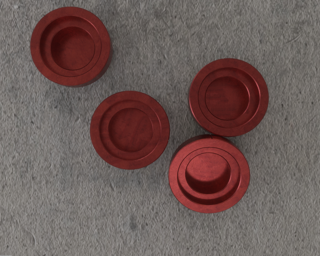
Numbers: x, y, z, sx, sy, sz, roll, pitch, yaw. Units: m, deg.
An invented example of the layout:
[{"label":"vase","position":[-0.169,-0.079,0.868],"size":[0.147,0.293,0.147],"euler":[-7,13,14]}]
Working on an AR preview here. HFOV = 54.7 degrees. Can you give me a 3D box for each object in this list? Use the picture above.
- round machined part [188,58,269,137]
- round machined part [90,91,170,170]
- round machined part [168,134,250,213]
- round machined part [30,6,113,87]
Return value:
[{"label":"round machined part","position":[0.085,-0.037,0.401],"size":[0.099,0.042,0.097],"euler":[0,89,-1]},{"label":"round machined part","position":[-0.037,0.003,0.401],"size":[0.099,0.042,0.097],"euler":[0,90,0]},{"label":"round machined part","position":[0.060,0.054,0.395],"size":[0.099,0.042,0.097],"euler":[1,103,3]},{"label":"round machined part","position":[-0.110,-0.101,0.400],"size":[0.099,0.042,0.097],"euler":[0,90,0]}]
